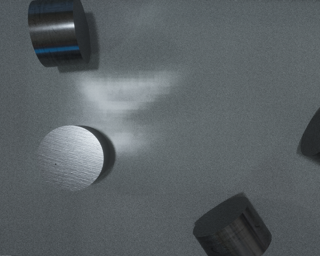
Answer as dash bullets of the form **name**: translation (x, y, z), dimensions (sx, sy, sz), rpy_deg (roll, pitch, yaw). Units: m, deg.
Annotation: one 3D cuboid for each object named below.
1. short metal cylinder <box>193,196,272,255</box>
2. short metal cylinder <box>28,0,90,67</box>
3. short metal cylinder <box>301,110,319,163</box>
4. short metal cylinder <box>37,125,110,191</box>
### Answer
- **short metal cylinder**: translation (0.089, 0.130, 0.385), dimensions (0.080, 0.080, 0.050), rpy_deg (-34, 90, 0)
- **short metal cylinder**: translation (-0.121, -0.117, 0.383), dimensions (0.050, 0.080, 0.080), rpy_deg (-6, 90, 0)
- **short metal cylinder**: translation (0.223, 0.012, 0.385), dimensions (0.050, 0.080, 0.080), rpy_deg (28, 90, 0)
- **short metal cylinder**: translation (-0.108, 0.036, 0.398), dimensions (0.081, 0.050, 0.080), rpy_deg (0, 90, 0)
